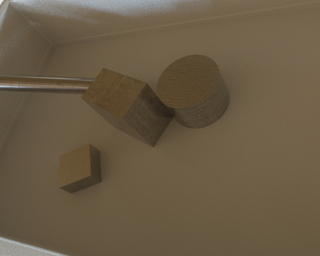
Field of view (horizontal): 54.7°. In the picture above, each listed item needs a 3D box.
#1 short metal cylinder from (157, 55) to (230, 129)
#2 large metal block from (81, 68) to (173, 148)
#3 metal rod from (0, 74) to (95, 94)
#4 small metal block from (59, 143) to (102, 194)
[{"bbox_3d":[0.043,-0.046,0.394,0.080,0.050,0.080,-13,56,20],"label":"short metal cylinder"},{"bbox_3d":[-0.041,-0.027,0.407,0.080,0.080,0.050,25,75,36],"label":"large metal block"},{"bbox_3d":[-0.187,-0.065,0.458,0.302,0.025,0.025,2,59,-1],"label":"metal rod"},{"bbox_3d":[-0.110,0.056,0.427,0.050,0.025,0.050,-22,54,14],"label":"small metal block"}]
